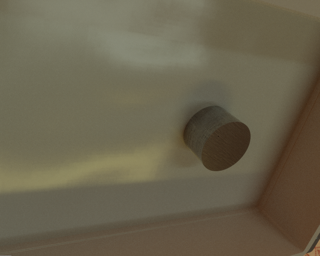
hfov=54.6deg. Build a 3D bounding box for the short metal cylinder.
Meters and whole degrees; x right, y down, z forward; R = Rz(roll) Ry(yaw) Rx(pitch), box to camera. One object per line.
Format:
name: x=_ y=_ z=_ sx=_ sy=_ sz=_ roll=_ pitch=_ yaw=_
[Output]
short metal cylinder: x=0.081 y=0.015 z=0.445 sx=0.081 sy=0.050 sz=0.080 roll=-14 pitch=124 yaw=-21
